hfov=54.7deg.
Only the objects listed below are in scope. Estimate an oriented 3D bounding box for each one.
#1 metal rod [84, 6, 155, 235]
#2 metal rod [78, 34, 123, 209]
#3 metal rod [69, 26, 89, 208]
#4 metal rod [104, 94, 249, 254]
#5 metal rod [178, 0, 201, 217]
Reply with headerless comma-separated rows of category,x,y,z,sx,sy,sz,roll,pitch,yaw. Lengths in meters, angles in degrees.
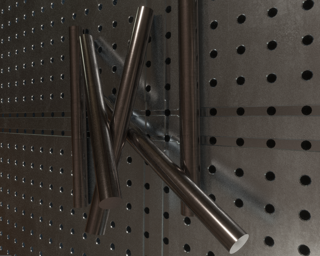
metal rod,-0.050,-0.015,0.404,0.025,0.025,0.299,6,80,39
metal rod,-0.086,-0.033,0.414,0.025,0.025,0.300,-46,43,30
metal rod,-0.136,-0.019,0.518,0.025,0.025,0.298,-3,88,39
metal rod,-0.010,0.033,0.390,0.300,0.025,0.025,42,116,40
metal rod,0.036,-0.045,0.378,0.025,0.025,0.298,-1,89,39
